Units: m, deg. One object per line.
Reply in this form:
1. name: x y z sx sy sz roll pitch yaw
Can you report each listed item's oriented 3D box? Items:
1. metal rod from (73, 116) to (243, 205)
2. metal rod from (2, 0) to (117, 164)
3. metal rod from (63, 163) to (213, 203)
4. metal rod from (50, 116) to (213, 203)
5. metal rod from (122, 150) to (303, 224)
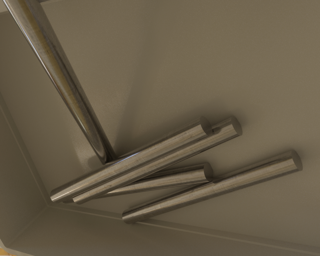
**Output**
1. metal rod: -0.023 0.057 0.438 0.299 0.025 0.025 -28 103 32
2. metal rod: -0.093 -0.024 0.361 0.025 0.025 0.299 17 151 18
3. metal rod: -0.055 0.093 0.493 0.300 0.025 0.025 -16 110 34
4. metal rod: -0.059 0.055 0.435 0.299 0.025 0.025 -27 104 32
5. metal rod: 0.050 0.094 0.439 0.299 0.025 0.025 -29 103 37
